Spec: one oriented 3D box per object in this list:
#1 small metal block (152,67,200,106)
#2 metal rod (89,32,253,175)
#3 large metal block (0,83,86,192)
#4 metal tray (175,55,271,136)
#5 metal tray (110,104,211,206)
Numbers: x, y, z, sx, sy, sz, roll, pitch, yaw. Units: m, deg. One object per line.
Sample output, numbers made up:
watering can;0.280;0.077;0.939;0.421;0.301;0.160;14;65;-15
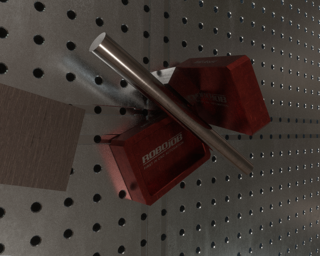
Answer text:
small metal block;0.015;-0.052;0.407;0.050;0.050;0.025;38;67;-34
metal rod;0.035;-0.013;0.401;0.301;0.025;0.025;37;67;-34
large metal block;-0.126;0.011;0.288;0.080;0.050;0.080;18;78;-39
metal tray;0.075;-0.046;0.404;0.030;0.130;0.090;-33;112;-17
metal tray;0.007;0.030;0.413;0.131;0.030;0.090;-31;110;-36
